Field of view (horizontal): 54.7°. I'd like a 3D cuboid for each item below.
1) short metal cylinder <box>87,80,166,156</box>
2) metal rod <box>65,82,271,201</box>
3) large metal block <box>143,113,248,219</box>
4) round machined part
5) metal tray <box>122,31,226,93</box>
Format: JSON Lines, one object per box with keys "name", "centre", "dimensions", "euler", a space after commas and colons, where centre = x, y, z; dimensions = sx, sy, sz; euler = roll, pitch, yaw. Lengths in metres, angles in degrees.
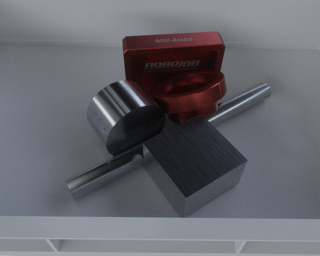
{"name": "short metal cylinder", "centre": [-0.041, -0.011, 0.376], "dimensions": [0.081, 0.080, 0.050], "euler": [-27, 55, -21]}
{"name": "metal rod", "centre": [0.026, 0.007, 0.397], "dimensions": [0.302, 0.025, 0.025], "euler": [-26, 55, -21]}
{"name": "large metal block", "centre": [0.037, 0.041, 0.351], "dimensions": [0.081, 0.050, 0.080], "euler": [-26, 55, -21]}
{"name": "round machined part", "centre": [0.039, -0.040, 0.408], "dimensions": [0.098, 0.042, 0.098], "euler": [-13, 24, 6]}
{"name": "metal tray", "centre": [0.017, -0.084, 0.430], "dimensions": [0.131, 0.089, 0.030], "euler": [-5, 51, -5]}
